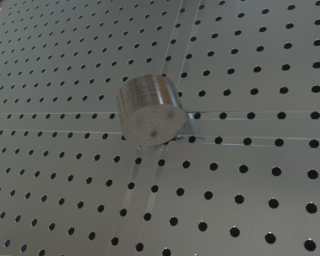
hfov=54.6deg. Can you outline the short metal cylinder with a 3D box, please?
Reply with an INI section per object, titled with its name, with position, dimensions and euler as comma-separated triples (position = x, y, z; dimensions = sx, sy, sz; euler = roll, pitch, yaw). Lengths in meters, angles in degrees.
[short metal cylinder]
position = -0.012, -0.021, 0.392
dimensions = 0.080, 0.080, 0.050
euler = -25, 52, 13
